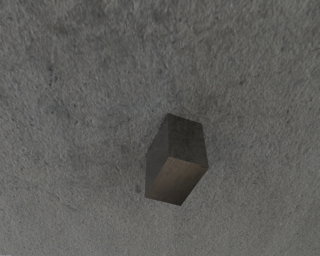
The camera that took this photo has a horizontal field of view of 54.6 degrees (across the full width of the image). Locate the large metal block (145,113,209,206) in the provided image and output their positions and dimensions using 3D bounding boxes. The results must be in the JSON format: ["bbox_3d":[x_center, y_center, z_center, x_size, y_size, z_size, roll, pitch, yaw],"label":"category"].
[{"bbox_3d":[0.019,0.041,0.406,0.050,0.080,0.080,17,128,-14],"label":"large metal block"}]
